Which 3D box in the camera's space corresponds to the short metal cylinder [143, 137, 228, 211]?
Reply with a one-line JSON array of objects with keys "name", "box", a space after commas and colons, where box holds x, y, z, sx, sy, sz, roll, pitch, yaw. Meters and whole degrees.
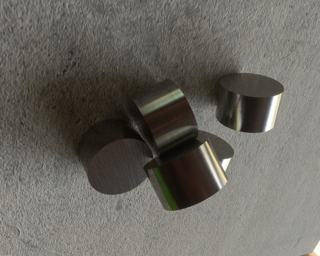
[{"name": "short metal cylinder", "box": [0.028, 0.050, 0.349, 0.080, 0.080, 0.050, -27, 95, -11]}]

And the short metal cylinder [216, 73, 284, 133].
[{"name": "short metal cylinder", "box": [0.118, -0.036, 0.413, 0.081, 0.080, 0.050, -12, 124, -22]}]

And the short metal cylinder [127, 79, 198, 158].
[{"name": "short metal cylinder", "box": [0.002, -0.011, 0.365, 0.050, 0.080, 0.080, -27, 128, -11]}]

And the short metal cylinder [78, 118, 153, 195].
[{"name": "short metal cylinder", "box": [-0.055, 0.035, 0.382, 0.081, 0.050, 0.079, -14, 124, -21]}]

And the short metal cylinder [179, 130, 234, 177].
[{"name": "short metal cylinder", "box": [0.055, 0.042, 0.427, 0.081, 0.080, 0.050, 2, 117, -30]}]
